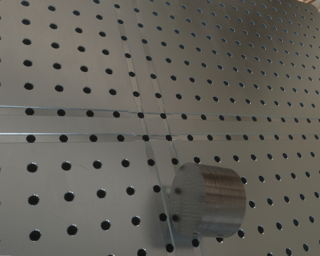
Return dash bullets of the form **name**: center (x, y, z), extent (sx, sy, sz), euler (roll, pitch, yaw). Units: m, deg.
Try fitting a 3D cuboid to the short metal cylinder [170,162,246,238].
- **short metal cylinder**: center (0.051, 0.082, 0.352), extent (0.050, 0.080, 0.080), euler (11, 57, -23)
